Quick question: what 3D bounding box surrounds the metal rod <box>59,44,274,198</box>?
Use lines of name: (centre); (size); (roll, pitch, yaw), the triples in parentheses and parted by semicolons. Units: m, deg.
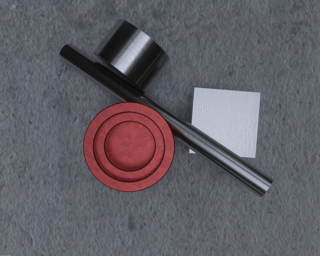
metal rod: (-0.003, -0.017, 0.374); (0.300, 0.025, 0.025); (35, 90, 14)

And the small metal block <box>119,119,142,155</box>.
small metal block: (-0.037, 0.008, 0.399); (0.025, 0.050, 0.050); (-2, 90, 0)

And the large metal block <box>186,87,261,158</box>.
large metal block: (0.079, -0.007, 0.400); (0.081, 0.050, 0.079); (4, 90, -1)

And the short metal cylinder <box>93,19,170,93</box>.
short metal cylinder: (-0.035, -0.087, 0.383); (0.080, 0.080, 0.050); (37, 90, -1)

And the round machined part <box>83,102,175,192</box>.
round machined part: (-0.033, 0.020, 0.353); (0.099, 0.042, 0.097); (0, 91, -1)
